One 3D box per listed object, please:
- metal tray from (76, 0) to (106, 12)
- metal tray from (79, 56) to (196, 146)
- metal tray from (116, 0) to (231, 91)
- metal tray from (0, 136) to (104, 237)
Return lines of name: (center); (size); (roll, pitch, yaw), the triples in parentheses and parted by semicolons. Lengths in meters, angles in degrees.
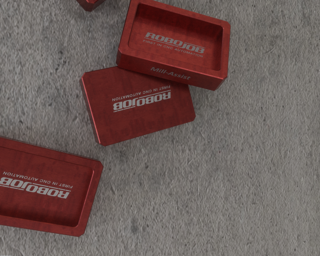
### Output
metal tray: (-0.069, -0.219, 0.380); (0.130, 0.030, 0.090); (-45, 104, -15)
metal tray: (-0.026, -0.037, 0.396); (0.131, 0.030, 0.089); (-16, 96, -19)
metal tray: (0.019, -0.105, 0.384); (0.131, 0.030, 0.090); (13, 65, -8)
metal tray: (-0.141, 0.066, 0.354); (0.131, 0.030, 0.090); (17, 84, -19)
